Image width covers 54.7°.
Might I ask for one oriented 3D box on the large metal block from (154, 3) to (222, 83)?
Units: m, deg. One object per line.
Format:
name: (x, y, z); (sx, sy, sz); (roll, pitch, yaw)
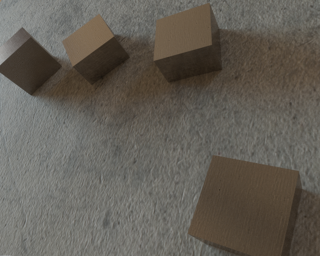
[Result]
large metal block: (0.040, -0.119, 0.439); (0.080, 0.050, 0.080); (-11, 57, 22)

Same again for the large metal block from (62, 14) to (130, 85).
large metal block: (-0.110, -0.134, 0.525); (0.080, 0.050, 0.080); (-35, 52, 4)

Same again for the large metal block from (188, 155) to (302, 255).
large metal block: (0.083, 0.079, 0.295); (0.080, 0.050, 0.080); (9, 66, 31)

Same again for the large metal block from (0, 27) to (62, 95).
large metal block: (-0.245, -0.121, 0.568); (0.080, 0.080, 0.050); (-44, 51, -3)
